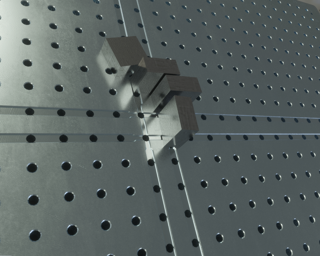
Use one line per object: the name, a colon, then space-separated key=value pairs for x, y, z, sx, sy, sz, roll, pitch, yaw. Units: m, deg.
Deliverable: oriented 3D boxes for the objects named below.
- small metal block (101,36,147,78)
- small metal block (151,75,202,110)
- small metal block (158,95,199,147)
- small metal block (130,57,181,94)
small metal block: x=-0.049 y=-0.103 z=0.446 sx=0.050 sy=0.025 sz=0.050 roll=-17 pitch=71 yaw=-35
small metal block: x=0.022 y=-0.048 z=0.435 sx=0.050 sy=0.050 sz=0.025 roll=0 pitch=62 yaw=-29
small metal block: x=0.023 y=-0.008 z=0.411 sx=0.025 sy=0.050 sz=0.050 roll=4 pitch=60 yaw=-27
small metal block: x=-0.008 y=-0.072 z=0.433 sx=0.050 sy=0.050 sz=0.025 roll=-1 pitch=63 yaw=-29
